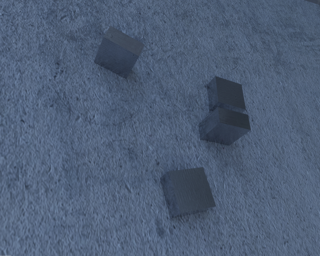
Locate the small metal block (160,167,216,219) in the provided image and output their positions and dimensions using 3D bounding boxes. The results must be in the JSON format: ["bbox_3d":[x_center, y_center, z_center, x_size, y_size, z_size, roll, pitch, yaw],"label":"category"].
[{"bbox_3d":[0.033,0.077,0.374,0.050,0.025,0.050,-2,63,-29],"label":"small metal block"}]

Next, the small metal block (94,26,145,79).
[{"bbox_3d":[-0.056,-0.101,0.419,0.050,0.050,0.025,27,53,-12],"label":"small metal block"}]

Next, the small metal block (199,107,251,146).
[{"bbox_3d":[0.090,-0.001,0.437,0.050,0.050,0.025,12,57,-22],"label":"small metal block"}]

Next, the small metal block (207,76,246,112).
[{"bbox_3d":[0.104,-0.049,0.489,0.050,0.025,0.050,14,56,-21],"label":"small metal block"}]
